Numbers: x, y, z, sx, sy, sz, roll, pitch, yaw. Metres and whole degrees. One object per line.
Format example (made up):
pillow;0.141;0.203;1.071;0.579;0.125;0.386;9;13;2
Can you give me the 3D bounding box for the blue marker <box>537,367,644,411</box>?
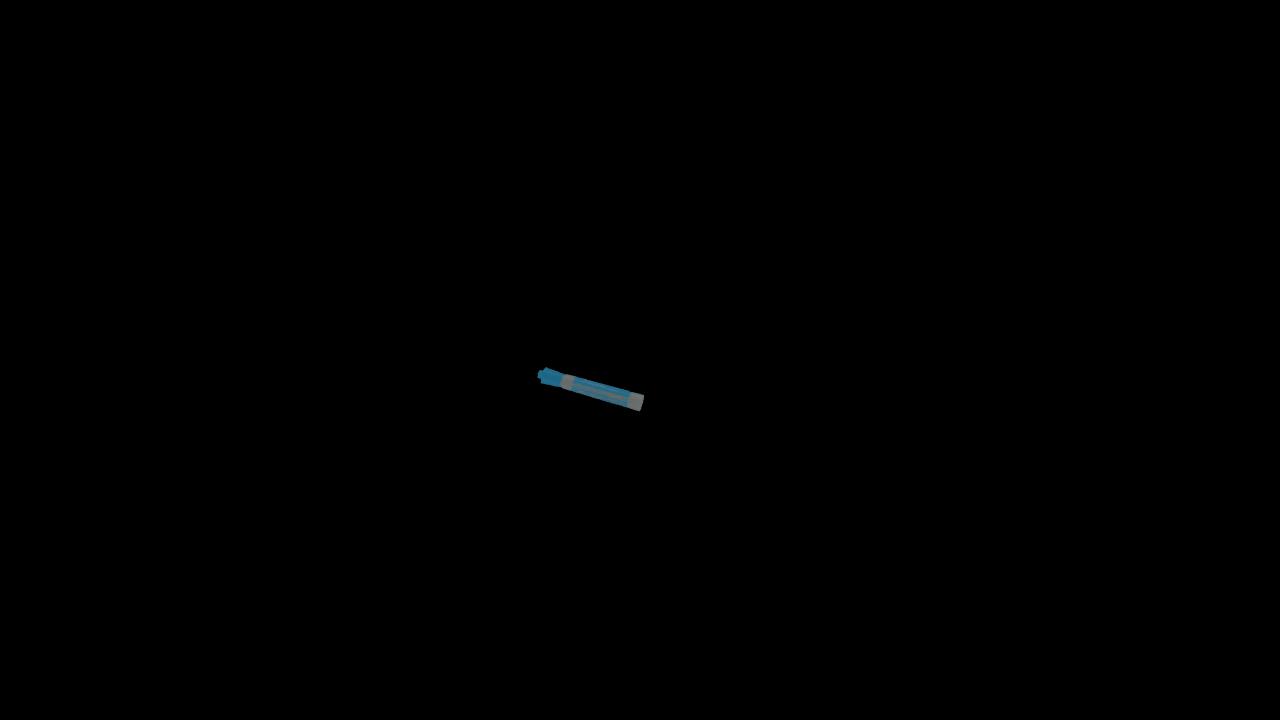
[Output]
blue marker;-0.055;0.032;0.682;0.121;0.020;0.020;15;1;5
